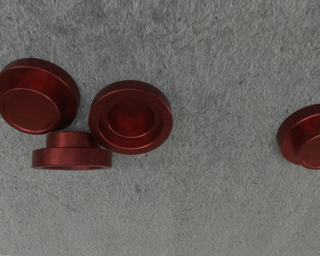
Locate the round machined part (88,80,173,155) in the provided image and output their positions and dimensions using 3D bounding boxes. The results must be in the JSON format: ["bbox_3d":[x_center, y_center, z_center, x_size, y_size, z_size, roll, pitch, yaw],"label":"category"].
[{"bbox_3d":[-0.035,-0.017,0.379,0.099,0.042,0.097,-2,128,-2],"label":"round machined part"}]

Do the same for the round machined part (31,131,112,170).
[{"bbox_3d":[-0.112,0.031,0.400,0.099,0.042,0.098,-1,169,0],"label":"round machined part"}]

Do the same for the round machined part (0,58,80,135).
[{"bbox_3d":[-0.149,-0.030,0.369,0.099,0.042,0.097,0,130,0],"label":"round machined part"}]

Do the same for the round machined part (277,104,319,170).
[{"bbox_3d":[0.212,0.018,0.413,0.099,0.042,0.097,0,130,0],"label":"round machined part"}]
